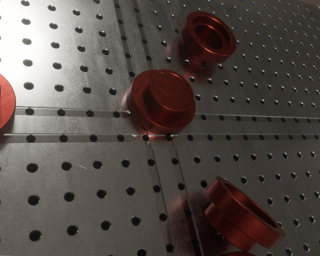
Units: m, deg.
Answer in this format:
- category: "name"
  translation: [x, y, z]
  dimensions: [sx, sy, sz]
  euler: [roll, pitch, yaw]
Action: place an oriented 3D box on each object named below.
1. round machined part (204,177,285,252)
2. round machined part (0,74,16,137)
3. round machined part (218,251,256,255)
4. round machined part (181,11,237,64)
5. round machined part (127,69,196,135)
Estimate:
- category: "round machined part"
  translation: [0.092, 0.105, 0.363]
  dimensions: [0.098, 0.042, 0.098]
  euler: [37, 7, -5]
- category: "round machined part"
  translation: [-0.198, -0.030, 0.309]
  dimensions: [0.099, 0.042, 0.098]
  euler: [14, 56, -21]
- category: "round machined part"
  translation: [0.080, 0.185, 0.328]
  dimensions: [0.099, 0.042, 0.098]
  euler: [13, 58, -21]
- category: "round machined part"
  translation: [0.079, -0.150, 0.534]
  dimensions: [0.099, 0.042, 0.098]
  euler: [14, 56, -21]
- category: "round machined part"
  translation: [0.008, -0.042, 0.429]
  dimensions: [0.099, 0.042, 0.098]
  euler: [14, 56, -21]
